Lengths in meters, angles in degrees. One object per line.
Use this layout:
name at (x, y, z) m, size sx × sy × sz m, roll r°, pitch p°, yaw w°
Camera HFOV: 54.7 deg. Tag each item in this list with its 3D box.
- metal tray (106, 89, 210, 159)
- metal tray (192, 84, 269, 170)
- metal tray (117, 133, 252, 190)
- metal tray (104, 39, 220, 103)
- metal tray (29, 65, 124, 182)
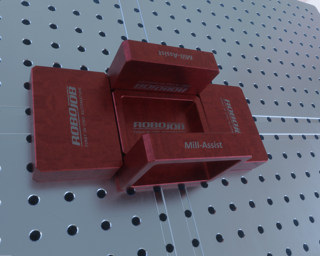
metal tray at (0.002, -0.001, 0.405) m, size 0.131 × 0.030 × 0.090 m, roll 1°, pitch 61°, yaw -28°
metal tray at (0.098, -0.004, 0.460) m, size 0.091 × 0.030 × 0.130 m, roll 1°, pitch 61°, yaw -29°
metal tray at (0.027, 0.039, 0.357) m, size 0.131 × 0.090 × 0.030 m, roll 1°, pitch 62°, yaw -28°
metal tray at (0.001, -0.067, 0.409) m, size 0.131 × 0.090 × 0.030 m, roll 1°, pitch 62°, yaw -28°
metal tray at (-0.099, -0.007, 0.357) m, size 0.091 × 0.030 × 0.130 m, roll 1°, pitch 61°, yaw -28°
